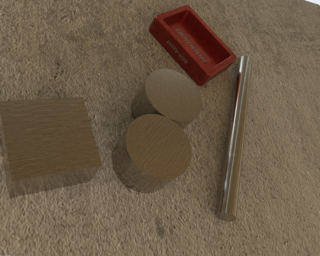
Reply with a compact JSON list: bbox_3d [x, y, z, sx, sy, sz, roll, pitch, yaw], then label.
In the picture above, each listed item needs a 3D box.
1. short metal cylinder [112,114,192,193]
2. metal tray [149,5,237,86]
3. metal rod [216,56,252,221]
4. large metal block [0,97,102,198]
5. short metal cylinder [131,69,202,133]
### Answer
[{"bbox_3d":[-0.010,0.030,0.364,0.081,0.050,0.080,13,56,-21],"label":"short metal cylinder"},{"bbox_3d":[0.056,-0.140,0.515,0.130,0.030,0.091,49,51,6],"label":"metal tray"},{"bbox_3d":[0.117,-0.006,0.469,0.025,0.025,0.300,27,52,-12],"label":"metal rod"},{"bbox_3d":[-0.114,0.017,0.316,0.081,0.050,0.080,-7,65,-31],"label":"large metal block"},{"bbox_3d":[0.008,-0.031,0.411,0.081,0.050,0.080,14,56,-21],"label":"short metal cylinder"}]
